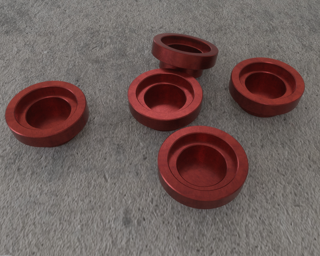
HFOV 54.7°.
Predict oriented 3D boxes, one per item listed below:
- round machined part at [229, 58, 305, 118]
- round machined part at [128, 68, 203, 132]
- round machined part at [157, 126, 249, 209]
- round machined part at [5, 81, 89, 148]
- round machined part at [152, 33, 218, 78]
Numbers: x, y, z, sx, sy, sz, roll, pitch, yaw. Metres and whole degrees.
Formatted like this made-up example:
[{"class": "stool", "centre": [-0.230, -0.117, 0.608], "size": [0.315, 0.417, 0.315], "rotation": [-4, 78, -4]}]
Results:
[{"class": "round machined part", "centre": [0.146, -0.053, 0.438], "size": [0.099, 0.042, 0.098], "rotation": [0, 50, 0]}, {"class": "round machined part", "centre": [0.007, -0.034, 0.420], "size": [0.099, 0.042, 0.098], "rotation": [0, 50, 0]}, {"class": "round machined part", "centre": [0.047, 0.047, 0.352], "size": [0.099, 0.042, 0.098], "rotation": [0, 50, 0]}, {"class": "round machined part", "centre": [-0.142, -0.014, 0.402], "size": [0.099, 0.042, 0.098], "rotation": [0, 50, 0]}, {"class": "round machined part", "centre": [0.035, -0.108, 0.470], "size": [0.099, 0.042, 0.098], "rotation": [8, 32, -5]}]
